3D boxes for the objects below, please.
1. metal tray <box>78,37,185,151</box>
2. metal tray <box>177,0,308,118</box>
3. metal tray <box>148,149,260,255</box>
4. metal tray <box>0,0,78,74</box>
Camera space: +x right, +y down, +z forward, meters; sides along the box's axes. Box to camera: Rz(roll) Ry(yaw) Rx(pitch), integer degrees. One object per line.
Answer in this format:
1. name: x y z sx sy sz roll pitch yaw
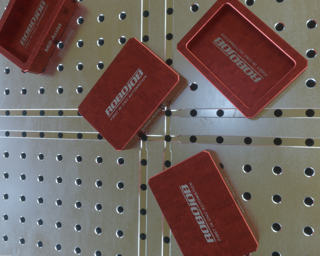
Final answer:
1. metal tray: -0.041 -0.044 0.423 0.090 0.030 0.130 43 103 14
2. metal tray: 0.096 -0.086 0.375 0.090 0.030 0.130 -46 76 14
3. metal tray: 0.053 0.103 0.391 0.090 0.030 0.130 -30 81 17
4. metal tray: -0.196 -0.160 0.477 0.090 0.030 0.129 36 101 16
